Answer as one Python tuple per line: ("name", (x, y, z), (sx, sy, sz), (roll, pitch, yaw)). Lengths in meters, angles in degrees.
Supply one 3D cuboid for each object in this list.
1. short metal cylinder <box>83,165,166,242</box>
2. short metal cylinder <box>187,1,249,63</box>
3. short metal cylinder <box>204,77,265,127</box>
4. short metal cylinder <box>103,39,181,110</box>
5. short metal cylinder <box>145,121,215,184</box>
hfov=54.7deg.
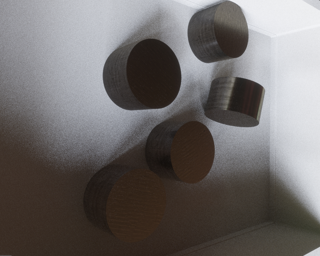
("short metal cylinder", (-0.040, 0.084, 0.357), (0.081, 0.050, 0.080), (0, 90, -40))
("short metal cylinder", (0.087, -0.141, 0.463), (0.081, 0.050, 0.080), (0, 90, -40))
("short metal cylinder", (0.112, -0.037, 0.464), (0.080, 0.080, 0.050), (23, 76, -38))
("short metal cylinder", (-0.021, -0.062, 0.373), (0.081, 0.050, 0.080), (0, 90, -40))
("short metal cylinder", (0.027, 0.031, 0.413), (0.081, 0.050, 0.080), (0, 90, -40))
